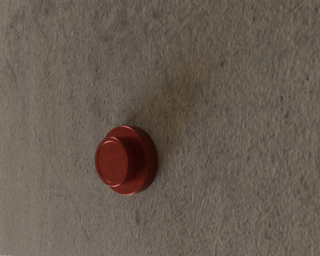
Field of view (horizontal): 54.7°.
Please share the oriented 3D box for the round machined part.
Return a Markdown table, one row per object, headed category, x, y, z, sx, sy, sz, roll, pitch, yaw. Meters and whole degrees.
| category | x | y | z | sx | sy | sz | roll | pitch | yaw |
| --- | --- | --- | --- | --- | --- | --- | --- | --- | --- |
| round machined part | -0.054 | 0.046 | 0.436 | 0.098 | 0.042 | 0.097 | 0 | 90 | 39 |
